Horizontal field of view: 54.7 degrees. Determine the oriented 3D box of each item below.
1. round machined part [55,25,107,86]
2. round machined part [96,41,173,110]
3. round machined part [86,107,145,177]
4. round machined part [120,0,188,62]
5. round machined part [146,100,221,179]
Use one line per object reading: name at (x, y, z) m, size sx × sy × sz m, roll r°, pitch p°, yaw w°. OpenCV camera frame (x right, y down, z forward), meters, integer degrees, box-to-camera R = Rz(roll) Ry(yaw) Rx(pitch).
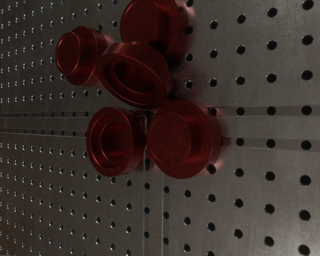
round machined part at (-0.134, -0.118, 0.506) m, size 0.098 × 0.042 × 0.097 m, roll 0°, pitch 90°, yaw 39°
round machined part at (-0.028, -0.071, 0.396) m, size 0.098 × 0.098 × 0.042 m, roll 0°, pitch 52°, yaw 39°
round machined part at (-0.059, 0.019, 0.445) m, size 0.098 × 0.042 × 0.097 m, roll 0°, pitch 90°, yaw 39°
round machined part at (-0.015, -0.133, 0.409) m, size 0.098 × 0.042 × 0.097 m, roll 0°, pitch 90°, yaw 39°
round machined part at (0.021, 0.014, 0.379) m, size 0.098 × 0.042 × 0.097 m, roll 0°, pitch 90°, yaw 39°
